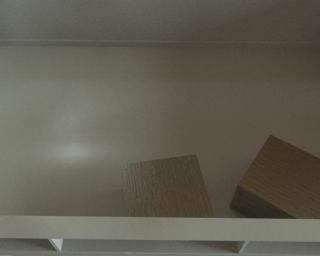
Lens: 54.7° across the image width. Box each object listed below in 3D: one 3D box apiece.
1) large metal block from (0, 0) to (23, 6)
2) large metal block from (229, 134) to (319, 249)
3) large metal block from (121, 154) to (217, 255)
[{"bbox_3d":[-0.309,-0.307,0.647,0.081,0.050,0.080,-24,54,-19],"label":"large metal block"},{"bbox_3d":[0.134,0.066,0.334,0.080,0.050,0.080,29,56,22],"label":"large metal block"},{"bbox_3d":[0.006,0.079,0.322,0.081,0.050,0.080,-7,50,-6],"label":"large metal block"}]
